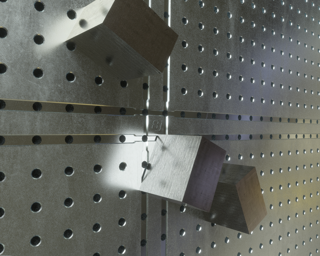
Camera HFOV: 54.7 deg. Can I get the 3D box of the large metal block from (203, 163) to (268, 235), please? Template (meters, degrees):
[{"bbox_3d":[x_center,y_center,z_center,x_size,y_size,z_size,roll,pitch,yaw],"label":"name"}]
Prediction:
[{"bbox_3d":[0.103,0.101,0.463,0.050,0.080,0.080,-30,109,-36],"label":"large metal block"}]

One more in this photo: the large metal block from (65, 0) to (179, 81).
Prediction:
[{"bbox_3d":[-0.042,-0.098,0.340,0.080,0.080,0.050,35,69,-35],"label":"large metal block"}]

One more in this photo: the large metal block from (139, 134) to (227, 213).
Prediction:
[{"bbox_3d":[0.029,0.055,0.400,0.050,0.080,0.080,31,71,-36],"label":"large metal block"}]
